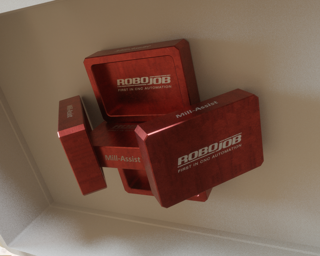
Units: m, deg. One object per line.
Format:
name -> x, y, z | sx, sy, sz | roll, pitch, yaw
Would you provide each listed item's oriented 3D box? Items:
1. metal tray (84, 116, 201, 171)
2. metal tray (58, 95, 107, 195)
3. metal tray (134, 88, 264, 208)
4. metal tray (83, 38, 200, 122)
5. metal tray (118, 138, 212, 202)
metal tray -> -0.025, 0.013, 0.386 | 0.130, 0.090, 0.030 | 0, 118, 27
metal tray -> -0.105, 0.017, 0.414 | 0.030, 0.130, 0.089 | -18, 115, -9
metal tray -> 0.047, 0.020, 0.335 | 0.030, 0.131, 0.089 | -139, 32, -60
metal tray -> -0.022, -0.054, 0.381 | 0.130, 0.030, 0.089 | -1, 119, 27
metal tray -> 0.002, 0.053, 0.433 | 0.130, 0.030, 0.089 | 0, 119, 27
